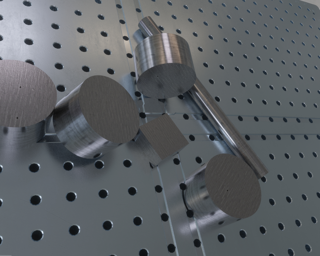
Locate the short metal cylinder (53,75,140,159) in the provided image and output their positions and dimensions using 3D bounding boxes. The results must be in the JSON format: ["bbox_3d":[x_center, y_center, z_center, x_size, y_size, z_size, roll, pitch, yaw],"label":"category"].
[{"bbox_3d":[-0.070,-0.012,0.346,0.080,0.050,0.080,29,47,-37],"label":"short metal cylinder"}]

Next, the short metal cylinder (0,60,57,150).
[{"bbox_3d":[-0.154,-0.024,0.324,0.081,0.050,0.080,13,56,-21],"label":"short metal cylinder"}]

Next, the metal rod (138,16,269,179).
[{"bbox_3d":[0.061,-0.051,0.471,0.025,0.025,0.299,-28,77,-37],"label":"metal rod"}]

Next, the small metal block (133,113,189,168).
[{"bbox_3d":[0.001,0.015,0.399,0.050,0.025,0.050,-28,77,-37],"label":"small metal block"}]

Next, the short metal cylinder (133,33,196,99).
[{"bbox_3d":[0.006,-0.083,0.427,0.081,0.080,0.050,5,59,-26],"label":"short metal cylinder"}]

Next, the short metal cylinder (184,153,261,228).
[{"bbox_3d":[0.077,0.078,0.386,0.081,0.050,0.080,14,56,-21],"label":"short metal cylinder"}]
